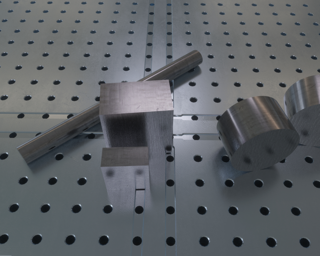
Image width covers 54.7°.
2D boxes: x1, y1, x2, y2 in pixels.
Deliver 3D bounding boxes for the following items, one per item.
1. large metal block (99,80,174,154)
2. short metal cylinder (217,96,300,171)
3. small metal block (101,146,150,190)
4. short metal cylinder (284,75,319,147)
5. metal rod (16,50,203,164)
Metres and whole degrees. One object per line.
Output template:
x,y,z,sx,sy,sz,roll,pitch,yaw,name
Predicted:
-0.027,-0.010,0.380,0.081,0.080,0.050,-4,50,-4,large metal block
0.114,0.008,0.366,0.081,0.080,0.050,-10,51,-8,short metal cylinder
-0.038,0.046,0.352,0.050,0.050,0.025,-2,50,-2,small metal block
0.201,-0.021,0.391,0.080,0.080,0.050,8,51,6,short metal cylinder
-0.054,-0.041,0.441,0.302,0.025,0.025,-33,58,-25,metal rod
